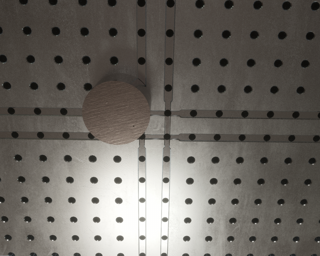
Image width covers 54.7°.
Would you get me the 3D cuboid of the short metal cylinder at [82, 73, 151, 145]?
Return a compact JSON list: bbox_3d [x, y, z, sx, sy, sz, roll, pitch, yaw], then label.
[{"bbox_3d":[-0.052,-0.025,0.390,0.081,0.050,0.079,0,110,-1],"label":"short metal cylinder"}]
